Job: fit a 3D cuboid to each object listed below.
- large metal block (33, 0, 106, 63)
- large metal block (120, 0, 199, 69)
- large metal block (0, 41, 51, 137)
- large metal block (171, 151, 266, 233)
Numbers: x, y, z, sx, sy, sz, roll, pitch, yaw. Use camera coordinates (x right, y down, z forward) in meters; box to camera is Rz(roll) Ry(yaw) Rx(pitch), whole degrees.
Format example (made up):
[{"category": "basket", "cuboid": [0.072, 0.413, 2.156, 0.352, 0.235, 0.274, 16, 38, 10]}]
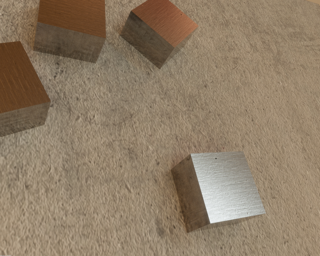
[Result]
[{"category": "large metal block", "cuboid": [-0.119, -0.140, 0.409, 0.081, 0.050, 0.080, 7, 59, -25]}, {"category": "large metal block", "cuboid": [0.000, -0.151, 0.479, 0.080, 0.050, 0.080, 41, 51, -1]}, {"category": "large metal block", "cuboid": [-0.171, -0.037, 0.318, 0.081, 0.050, 0.080, -20, 73, -36]}, {"category": "large metal block", "cuboid": [0.069, 0.076, 0.378, 0.081, 0.050, 0.080, 0, 62, -28]}]
